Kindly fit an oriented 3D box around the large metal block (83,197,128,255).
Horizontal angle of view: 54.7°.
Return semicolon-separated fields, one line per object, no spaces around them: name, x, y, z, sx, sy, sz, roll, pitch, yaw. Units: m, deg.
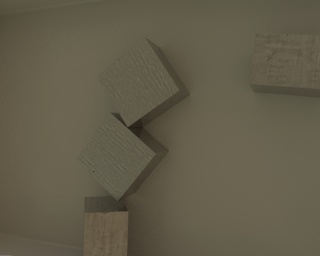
large metal block;-0.072;0.137;0.399;0.050;0.080;0.080;2;90;-14

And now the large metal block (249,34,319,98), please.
large metal block;0.143;-0.064;0.331;0.080;0.080;0.050;8;93;20

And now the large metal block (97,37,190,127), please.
large metal block;-0.021;-0.056;0.404;0.080;0.050;0.080;-35;79;16

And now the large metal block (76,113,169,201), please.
large metal block;-0.049;0.036;0.415;0.080;0.050;0.080;41;103;15
